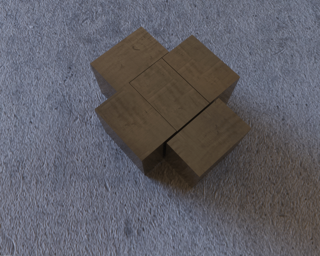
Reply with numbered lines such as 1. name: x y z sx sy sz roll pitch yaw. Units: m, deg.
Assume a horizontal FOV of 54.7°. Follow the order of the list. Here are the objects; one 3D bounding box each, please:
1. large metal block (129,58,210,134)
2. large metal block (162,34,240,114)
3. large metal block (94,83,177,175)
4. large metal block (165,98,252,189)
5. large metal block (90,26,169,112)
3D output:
1. large metal block: 0.010 -0.027 0.390 0.050 0.080 0.080 -41 75 -13
2. large metal block: 0.048 -0.058 0.403 0.050 0.080 0.080 -41 75 -13
3. large metal block: -0.028 0.005 0.379 0.050 0.080 0.080 -41 75 -13
4. large metal block: 0.054 0.022 0.373 0.080 0.080 0.050 -40 75 -13
5. large metal block: -0.036 -0.070 0.406 0.080 0.080 0.050 -40 75 -13
